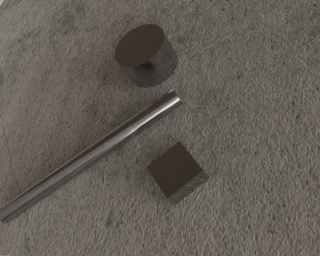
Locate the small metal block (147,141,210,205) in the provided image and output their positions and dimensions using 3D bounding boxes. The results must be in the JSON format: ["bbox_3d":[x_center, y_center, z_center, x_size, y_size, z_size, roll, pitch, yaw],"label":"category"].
[{"bbox_3d":[0.021,0.052,0.361,0.050,0.025,0.050,-39,51,2],"label":"small metal block"}]

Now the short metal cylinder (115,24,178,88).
[{"bbox_3d":[-0.020,-0.108,0.465,0.080,0.050,0.080,-13,56,21],"label":"short metal cylinder"}]

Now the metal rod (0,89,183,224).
[{"bbox_3d":[-0.100,0.041,0.430,0.300,0.025,0.025,-34,51,5],"label":"metal rod"}]
